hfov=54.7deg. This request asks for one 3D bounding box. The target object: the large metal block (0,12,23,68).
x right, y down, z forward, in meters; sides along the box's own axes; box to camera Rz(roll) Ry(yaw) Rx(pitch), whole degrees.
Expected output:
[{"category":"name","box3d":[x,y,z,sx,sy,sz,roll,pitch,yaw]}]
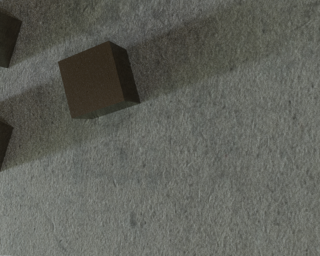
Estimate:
[{"category":"large metal block","box3d":[-0.279,-0.149,0.492,0.080,0.050,0.080,23,97,18]}]

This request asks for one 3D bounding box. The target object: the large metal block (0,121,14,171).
[{"category":"large metal block","box3d":[-0.296,0.022,0.498,0.080,0.050,0.080,22,97,18]}]

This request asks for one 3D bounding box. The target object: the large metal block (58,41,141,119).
[{"category":"large metal block","box3d":[-0.082,-0.062,0.423,0.080,0.050,0.080,-17,85,19]}]
